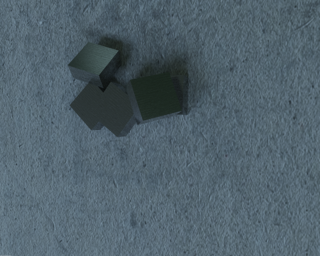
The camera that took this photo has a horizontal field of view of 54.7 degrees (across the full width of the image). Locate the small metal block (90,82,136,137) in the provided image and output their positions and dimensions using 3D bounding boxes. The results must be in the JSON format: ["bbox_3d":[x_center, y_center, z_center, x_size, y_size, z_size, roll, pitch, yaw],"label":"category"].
[{"bbox_3d":[-0.053,-0.024,0.400,0.050,0.025,0.050,39,102,15],"label":"small metal block"}]

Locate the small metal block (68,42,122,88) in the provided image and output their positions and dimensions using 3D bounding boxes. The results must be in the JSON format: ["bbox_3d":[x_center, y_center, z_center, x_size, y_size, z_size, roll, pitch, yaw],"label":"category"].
[{"bbox_3d":[-0.089,-0.088,0.428,0.050,0.025,0.050,20,60,18],"label":"small metal block"}]

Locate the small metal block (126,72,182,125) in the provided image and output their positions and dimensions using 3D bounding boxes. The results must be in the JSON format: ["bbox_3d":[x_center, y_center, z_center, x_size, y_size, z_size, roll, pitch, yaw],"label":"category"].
[{"bbox_3d":[-0.008,-0.035,0.372,0.050,0.025,0.050,-15,84,-21],"label":"small metal block"}]

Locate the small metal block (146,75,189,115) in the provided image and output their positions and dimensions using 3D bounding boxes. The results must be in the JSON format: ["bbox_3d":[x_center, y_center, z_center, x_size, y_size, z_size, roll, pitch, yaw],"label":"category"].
[{"bbox_3d":[0.009,-0.043,0.406,0.050,0.025,0.050,2,91,19],"label":"small metal block"}]

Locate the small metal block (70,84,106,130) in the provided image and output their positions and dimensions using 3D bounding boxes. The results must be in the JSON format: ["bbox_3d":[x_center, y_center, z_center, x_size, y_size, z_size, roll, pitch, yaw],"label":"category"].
[{"bbox_3d":[-0.091,-0.032,0.441,0.050,0.025,0.050,-46,76,14],"label":"small metal block"}]
